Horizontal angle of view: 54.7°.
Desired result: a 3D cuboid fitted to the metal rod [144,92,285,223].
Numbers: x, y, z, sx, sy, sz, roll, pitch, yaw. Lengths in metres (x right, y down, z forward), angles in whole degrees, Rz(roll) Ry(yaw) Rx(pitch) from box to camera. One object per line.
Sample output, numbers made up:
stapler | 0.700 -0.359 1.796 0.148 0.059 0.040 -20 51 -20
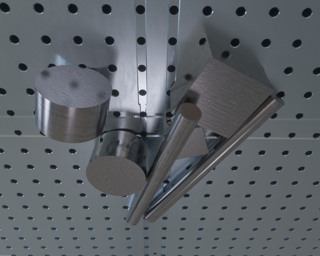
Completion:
metal rod | 0.063 0.058 0.462 0.025 0.025 0.298 26 125 -21

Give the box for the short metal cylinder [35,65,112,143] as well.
short metal cylinder | -0.098 -0.029 0.350 0.081 0.080 0.050 11 129 -9

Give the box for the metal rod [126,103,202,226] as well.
metal rod | -0.008 0.072 0.437 0.025 0.025 0.298 12 140 -10

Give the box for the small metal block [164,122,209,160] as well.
small metal block | 0.036 0.014 0.424 0.050 0.025 0.050 -13 129 10

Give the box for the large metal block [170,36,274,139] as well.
large metal block | 0.067 -0.044 0.358 0.080 0.050 0.080 23 126 -19

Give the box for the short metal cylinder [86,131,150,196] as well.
short metal cylinder | -0.057 0.050 0.433 0.080 0.050 0.079 2 129 3
